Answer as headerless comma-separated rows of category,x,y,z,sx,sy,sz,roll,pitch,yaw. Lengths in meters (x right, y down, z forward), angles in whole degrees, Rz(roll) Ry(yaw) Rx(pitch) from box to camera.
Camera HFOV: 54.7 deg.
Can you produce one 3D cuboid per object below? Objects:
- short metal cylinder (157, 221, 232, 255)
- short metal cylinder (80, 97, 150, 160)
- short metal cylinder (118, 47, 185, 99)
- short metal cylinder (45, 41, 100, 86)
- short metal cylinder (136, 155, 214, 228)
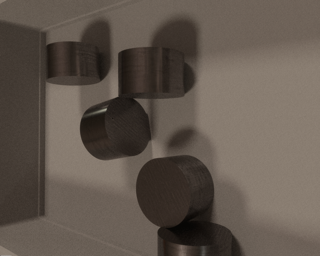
short metal cylinder,0.038,0.138,0.339,0.080,0.081,0.050,0,90,39
short metal cylinder,-0.059,0.001,0.418,0.050,0.081,0.080,-13,82,39
short metal cylinder,-0.010,-0.064,0.378,0.080,0.081,0.050,0,90,39
short metal cylinder,-0.134,-0.097,0.479,0.080,0.081,0.050,-4,88,39
short metal cylinder,0.017,0.074,0.374,0.080,0.050,0.079,0,90,39
